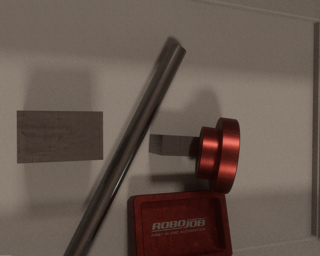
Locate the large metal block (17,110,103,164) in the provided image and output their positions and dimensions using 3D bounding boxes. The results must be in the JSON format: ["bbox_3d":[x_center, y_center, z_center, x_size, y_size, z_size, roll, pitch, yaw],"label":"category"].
[{"bbox_3d":[-0.110,0.008,0.341,0.081,0.080,0.050,0,90,-20],"label":"large metal block"}]

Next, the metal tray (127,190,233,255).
[{"bbox_3d":[0.027,0.130,0.407,0.131,0.030,0.090,0,75,-21],"label":"metal tray"}]

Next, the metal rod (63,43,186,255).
[{"bbox_3d":[-0.040,0.025,0.396,0.025,0.025,0.299,29,80,-18],"label":"metal rod"}]

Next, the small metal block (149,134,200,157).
[{"bbox_3d":[0.018,0.022,0.405,0.050,0.050,0.025,4,89,-20],"label":"small metal block"}]

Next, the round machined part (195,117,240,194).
[{"bbox_3d":[0.071,0.034,0.404,0.042,0.098,0.097,8,87,3],"label":"round machined part"}]
